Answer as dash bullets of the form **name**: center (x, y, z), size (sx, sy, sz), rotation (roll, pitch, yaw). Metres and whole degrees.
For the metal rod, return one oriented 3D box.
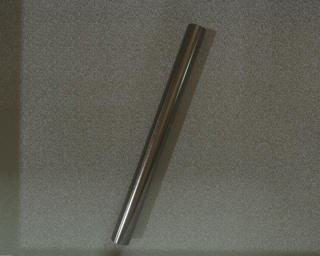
- **metal rod**: center (-0.002, 0.008, 0.409), size (0.025, 0.025, 0.299), rotation (20, 90, 0)
